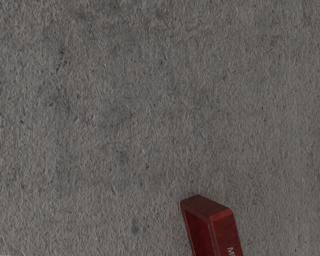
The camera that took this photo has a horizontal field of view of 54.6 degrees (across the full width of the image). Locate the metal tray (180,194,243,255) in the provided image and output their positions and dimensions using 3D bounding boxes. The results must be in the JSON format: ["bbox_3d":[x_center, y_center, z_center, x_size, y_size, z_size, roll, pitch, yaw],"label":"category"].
[{"bbox_3d":[0.071,0.159,0.400,0.030,0.090,0.129,-16,96,-19],"label":"metal tray"}]
